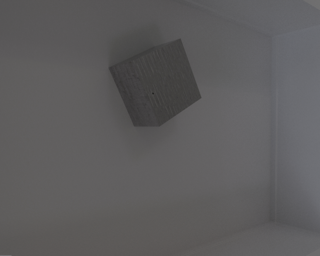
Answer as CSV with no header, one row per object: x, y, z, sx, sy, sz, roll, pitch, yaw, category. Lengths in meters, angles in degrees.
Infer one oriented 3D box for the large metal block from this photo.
-0.004,-0.056,0.386,0.080,0.050,0.080,-35,112,-34,large metal block
